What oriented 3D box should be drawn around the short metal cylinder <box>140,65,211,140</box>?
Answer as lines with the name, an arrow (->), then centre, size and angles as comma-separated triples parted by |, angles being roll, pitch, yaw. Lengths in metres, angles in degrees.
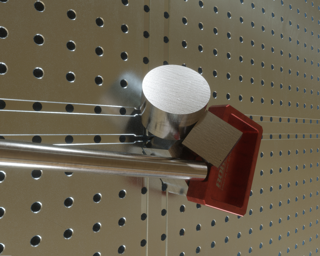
short metal cylinder -> 0.017, -0.032, 0.381 | 0.080, 0.080, 0.050 | -42, 159, -32

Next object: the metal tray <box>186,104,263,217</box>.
metal tray -> 0.090, 0.044, 0.415 | 0.090, 0.030, 0.130 | 26, 73, -37

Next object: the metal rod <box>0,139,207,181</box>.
metal rod -> -0.081, 0.031, 0.304 | 0.302, 0.025, 0.025 | 9, 84, -29

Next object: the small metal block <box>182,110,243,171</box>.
small metal block -> 0.062, 0.015, 0.369 | 0.050, 0.050, 0.025 | -53, 163, -7

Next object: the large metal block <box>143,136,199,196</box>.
large metal block -> 0.036, 0.035, 0.424 | 0.080, 0.050, 0.080 | -43, 116, -32
